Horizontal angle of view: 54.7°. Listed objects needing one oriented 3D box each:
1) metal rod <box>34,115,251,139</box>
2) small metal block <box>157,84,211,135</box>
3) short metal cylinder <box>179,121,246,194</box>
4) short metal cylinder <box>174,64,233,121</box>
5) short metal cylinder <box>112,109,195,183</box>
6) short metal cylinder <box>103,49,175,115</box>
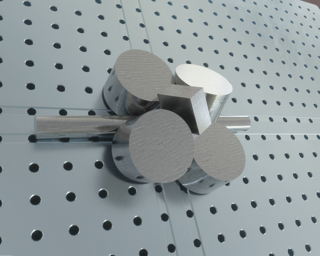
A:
[{"bbox_3d":[-0.001,-0.004,0.405,0.303,0.025,0.025,-2,63,-29],"label":"metal rod"},{"bbox_3d":[0.029,-0.023,0.372,0.025,0.050,0.050,-41,128,-33],"label":"small metal block"},{"bbox_3d":[0.061,0.038,0.397,0.081,0.050,0.080,14,56,-21],"label":"short metal cylinder"},{"bbox_3d":[0.052,-0.047,0.427,0.081,0.050,0.080,14,34,-9],"label":"short metal cylinder"},{"bbox_3d":[-0.008,0.022,0.354,0.081,0.050,0.080,5,80,-28],"label":"short metal cylinder"},{"bbox_3d":[-0.028,-0.055,0.406,0.081,0.050,0.080,14,56,-21],"label":"short metal cylinder"}]
